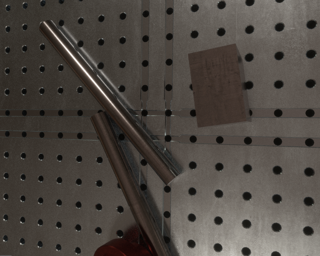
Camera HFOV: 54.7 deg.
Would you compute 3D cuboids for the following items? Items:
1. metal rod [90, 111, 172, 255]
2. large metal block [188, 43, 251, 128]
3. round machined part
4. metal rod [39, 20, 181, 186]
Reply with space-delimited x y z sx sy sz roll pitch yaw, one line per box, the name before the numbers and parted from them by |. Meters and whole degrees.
metal rod | -0.024 0.115 0.420 0.025 0.025 0.299 -28 81 17
large metal block | 0.072 -0.043 0.358 0.050 0.080 0.080 -8 87 19
round machined part | -0.040 0.191 0.405 0.098 0.042 0.097 10 106 38
metal rod | -0.077 -0.043 0.438 0.025 0.025 0.300 -44 77 14
